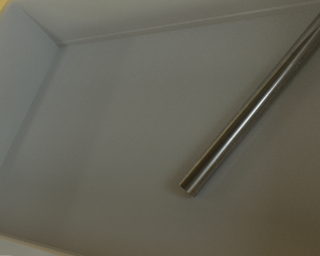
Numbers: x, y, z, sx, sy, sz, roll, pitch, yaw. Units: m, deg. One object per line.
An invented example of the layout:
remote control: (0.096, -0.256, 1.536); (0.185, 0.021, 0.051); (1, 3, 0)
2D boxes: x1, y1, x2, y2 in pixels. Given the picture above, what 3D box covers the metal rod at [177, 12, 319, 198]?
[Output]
metal rod: (0.126, -0.042, 0.365); (0.300, 0.025, 0.025); (-49, 51, -7)
